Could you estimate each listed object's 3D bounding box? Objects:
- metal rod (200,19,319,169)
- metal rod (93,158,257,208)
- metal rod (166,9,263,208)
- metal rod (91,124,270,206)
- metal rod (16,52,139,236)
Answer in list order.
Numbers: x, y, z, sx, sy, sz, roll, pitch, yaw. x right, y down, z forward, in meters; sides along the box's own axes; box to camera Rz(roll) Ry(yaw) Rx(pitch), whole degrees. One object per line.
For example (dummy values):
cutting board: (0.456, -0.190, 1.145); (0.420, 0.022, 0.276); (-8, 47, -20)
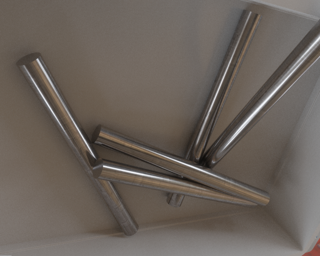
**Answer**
metal rod: (0.115, -0.021, 0.376); (0.025, 0.025, 0.298); (-4, 146, -27)
metal rod: (0.044, 0.087, 0.452); (0.302, 0.025, 0.025); (19, 108, -35)
metal rod: (0.069, -0.012, 0.438); (0.025, 0.025, 0.298); (6, 116, -31)
metal rod: (0.047, 0.061, 0.440); (0.302, 0.025, 0.025); (24, 106, -27)
metal rod: (-0.086, 0.045, 0.389); (0.025, 0.025, 0.299); (-28, 128, -11)
